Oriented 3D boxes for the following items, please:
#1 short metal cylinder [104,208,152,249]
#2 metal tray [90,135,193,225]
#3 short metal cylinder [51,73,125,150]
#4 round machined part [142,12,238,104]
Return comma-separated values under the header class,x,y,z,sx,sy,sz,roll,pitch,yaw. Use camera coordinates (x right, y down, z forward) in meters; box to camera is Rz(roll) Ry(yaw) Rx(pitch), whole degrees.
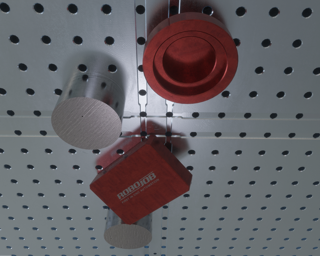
class,x,y,z,sx,sy,sz,roll,pitch,yaw
short metal cylinder,-0.053,0.166,0.536,0.081,0.050,0.079,0,130,0
metal tray,-0.029,0.080,0.457,0.130,0.030,0.090,-37,102,27
short metal cylinder,-0.085,-0.019,0.378,0.081,0.050,0.079,0,130,0
round machined part,0.031,-0.077,0.335,0.099,0.042,0.097,0,130,0
